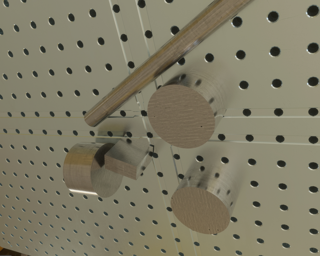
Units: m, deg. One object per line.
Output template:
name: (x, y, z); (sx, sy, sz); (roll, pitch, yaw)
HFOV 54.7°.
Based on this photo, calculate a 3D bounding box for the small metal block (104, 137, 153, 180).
small metal block: (-0.044, 0.042, 0.445); (0.050, 0.050, 0.025); (18, 125, 18)

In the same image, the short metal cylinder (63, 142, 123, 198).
short metal cylinder: (-0.097, 0.061, 0.465); (0.050, 0.080, 0.080); (1, 119, 28)

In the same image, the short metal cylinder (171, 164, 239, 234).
short metal cylinder: (0.061, 0.097, 0.422); (0.080, 0.050, 0.079); (13, 124, 21)

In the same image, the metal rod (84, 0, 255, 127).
metal rod: (-0.001, -0.076, 0.364); (0.299, 0.025, 0.025); (-33, 100, 38)

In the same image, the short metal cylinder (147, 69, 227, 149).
short metal cylinder: (0.033, -0.023, 0.364); (0.080, 0.050, 0.079); (13, 124, 21)
